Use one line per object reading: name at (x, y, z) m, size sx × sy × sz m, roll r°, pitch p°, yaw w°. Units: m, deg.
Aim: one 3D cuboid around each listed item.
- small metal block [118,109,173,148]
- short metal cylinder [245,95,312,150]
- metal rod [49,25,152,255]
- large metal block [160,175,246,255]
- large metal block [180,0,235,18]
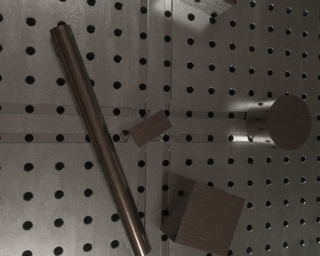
small metal block at (-0.020, 0.000, 0.393) m, size 0.050 × 0.050 × 0.025 m, roll -33°, pitch 101°, yaw -17°
short metal cylinder at (0.178, -0.008, 0.467) m, size 0.081 × 0.050 × 0.079 m, roll 0°, pitch 90°, yaw -20°
metal rod at (-0.071, 0.022, 0.387) m, size 0.025 × 0.025 × 0.298 m, roll -21°, pitch 97°, yaw -19°
large metal block at (0.058, 0.118, 0.422) m, size 0.080 × 0.050 × 0.080 m, roll 23°, pitch 82°, yaw -19°
large metal block at (0.065, -0.212, 0.424) m, size 0.081 × 0.050 × 0.080 m, roll 20°, pitch 83°, yaw -19°
